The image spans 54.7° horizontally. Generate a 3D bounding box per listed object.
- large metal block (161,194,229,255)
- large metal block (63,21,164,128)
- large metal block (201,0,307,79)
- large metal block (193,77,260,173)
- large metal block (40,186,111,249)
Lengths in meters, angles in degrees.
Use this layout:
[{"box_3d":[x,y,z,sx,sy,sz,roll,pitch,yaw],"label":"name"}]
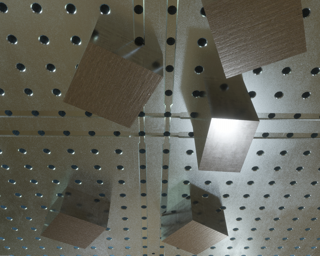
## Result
[{"box_3d":[0.059,0.171,0.542,0.080,0.050,0.080,30,124,-24],"label":"large metal block"},{"box_3d":[-0.051,-0.057,0.346,0.080,0.050,0.080,23,126,-19],"label":"large metal block"},{"box_3d":[0.090,-0.107,0.306,0.080,0.050,0.080,-18,128,14],"label":"large metal block"},{"box_3d":[0.074,-0.004,0.373,0.050,0.080,0.079,4,130,-4],"label":"large metal block"},{"box_3d":[-0.142,0.154,0.524,0.080,0.050,0.080,27,125,-22],"label":"large metal block"}]
